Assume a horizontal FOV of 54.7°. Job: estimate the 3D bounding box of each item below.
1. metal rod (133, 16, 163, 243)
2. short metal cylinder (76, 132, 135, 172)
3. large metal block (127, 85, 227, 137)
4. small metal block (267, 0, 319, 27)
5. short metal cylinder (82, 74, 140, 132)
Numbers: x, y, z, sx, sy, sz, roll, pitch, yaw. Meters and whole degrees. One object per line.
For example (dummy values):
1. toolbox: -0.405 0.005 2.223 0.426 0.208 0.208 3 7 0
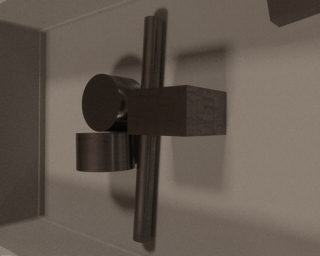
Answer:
1. metal rod: -0.016 0.004 0.418 0.025 0.025 0.298 5 93 39
2. short metal cylinder: -0.075 0.031 0.431 0.080 0.081 0.050 -1 89 39
3. large metal block: 0.020 -0.017 0.353 0.080 0.081 0.050 1 91 39
4. small metal block: 0.132 -0.132 0.298 0.050 0.025 0.050 -11 83 39
5. short metal cylinder: -0.066 -0.034 0.443 0.080 0.050 0.079 0 90 39
